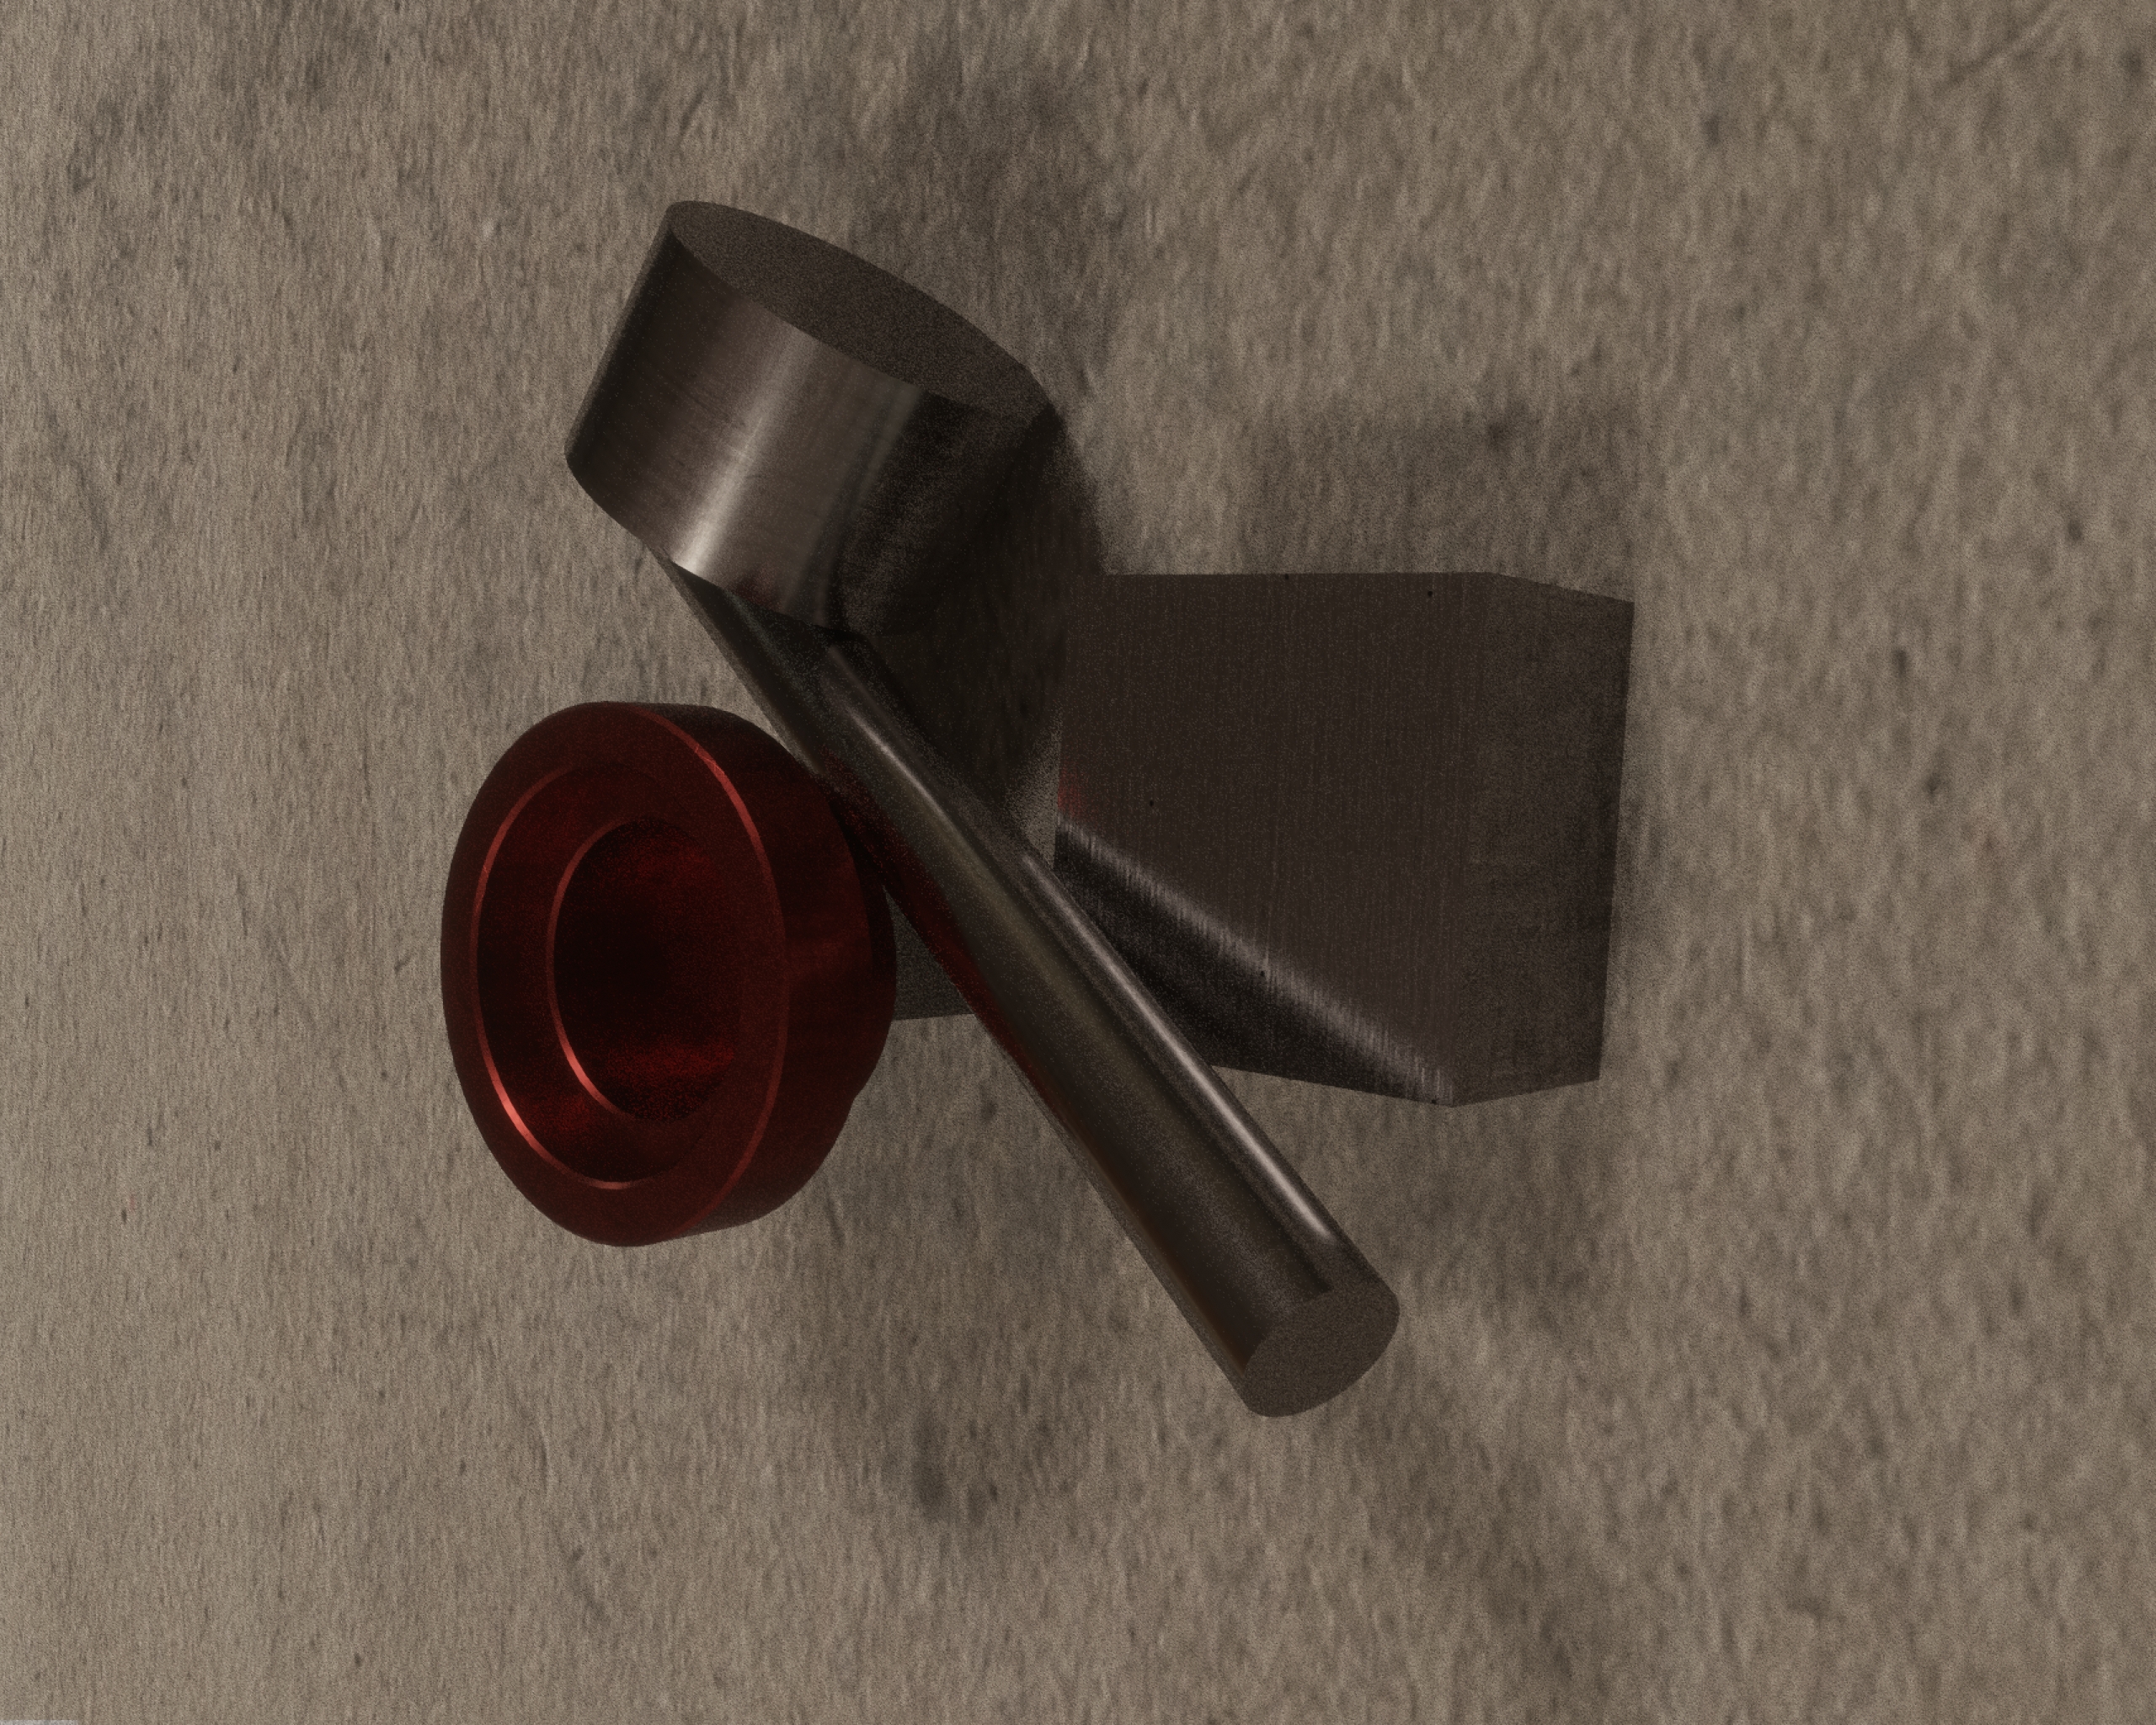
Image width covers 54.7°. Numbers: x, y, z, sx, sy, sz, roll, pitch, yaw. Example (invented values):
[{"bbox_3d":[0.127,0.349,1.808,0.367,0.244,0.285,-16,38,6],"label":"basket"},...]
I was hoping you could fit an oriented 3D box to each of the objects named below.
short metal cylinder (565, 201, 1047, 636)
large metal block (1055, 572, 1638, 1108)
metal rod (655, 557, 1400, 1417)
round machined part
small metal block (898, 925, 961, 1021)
[{"bbox_3d":[-0.053,-0.088,0.413,0.080,0.081,0.050,45,117,30],"label":"short metal cylinder"},{"bbox_3d":[0.043,-0.006,0.353,0.080,0.050,0.079,6,94,39],"label":"large metal block"},{"bbox_3d":[-0.036,-0.017,0.385,0.300,0.025,0.025,51,121,44],"label":"metal rod"},{"bbox_3d":[-0.072,0.019,0.388,0.098,0.042,0.097,2,92,39],"label":"round machined part"},{"bbox_3d":[-0.045,0.007,0.426,0.025,0.050,0.050,-3,89,40],"label":"small metal block"}]
